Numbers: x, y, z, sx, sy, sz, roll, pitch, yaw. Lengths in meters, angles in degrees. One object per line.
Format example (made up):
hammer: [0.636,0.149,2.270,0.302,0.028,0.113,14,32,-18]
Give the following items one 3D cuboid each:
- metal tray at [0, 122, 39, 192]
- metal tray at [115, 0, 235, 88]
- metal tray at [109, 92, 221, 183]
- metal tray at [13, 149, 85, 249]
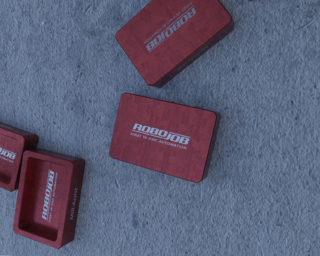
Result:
metal tray: [-0.266,0.038,0.499,0.130,0.030,0.089,16,95,19]
metal tray: [0.017,-0.125,0.400,0.130,0.030,0.090,-37,78,16]
metal tray: [0.005,0.010,0.405,0.130,0.030,0.089,14,95,19]
metal tray: [-0.167,0.103,0.465,0.090,0.030,0.129,11,94,19]
